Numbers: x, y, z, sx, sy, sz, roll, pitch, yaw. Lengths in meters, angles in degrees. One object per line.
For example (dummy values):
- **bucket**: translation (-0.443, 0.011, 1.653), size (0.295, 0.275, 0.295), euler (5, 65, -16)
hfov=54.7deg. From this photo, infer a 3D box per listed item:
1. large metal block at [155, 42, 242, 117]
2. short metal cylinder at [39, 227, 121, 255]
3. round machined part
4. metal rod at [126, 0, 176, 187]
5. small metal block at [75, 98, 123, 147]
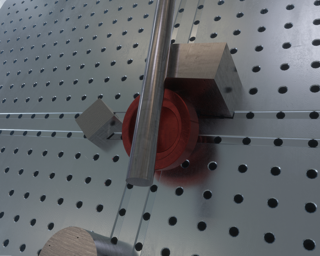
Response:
- **large metal block**: translation (0.048, -0.059, 0.384), size (0.080, 0.080, 0.050), euler (8, 65, 31)
- **short metal cylinder**: translation (-0.089, 0.156, 0.344), size (0.080, 0.050, 0.080), euler (-13, 56, 21)
- **round machined part**: translation (0.004, 0.003, 0.380), size (0.098, 0.042, 0.097), euler (-6, 79, 33)
- **metal rod**: translation (-0.002, -0.081, 0.355), size (0.025, 0.025, 0.299), euler (-7, 58, 24)
- **small metal block**: translation (-0.091, -0.009, 0.462), size (0.050, 0.025, 0.050), euler (-42, 51, -1)
